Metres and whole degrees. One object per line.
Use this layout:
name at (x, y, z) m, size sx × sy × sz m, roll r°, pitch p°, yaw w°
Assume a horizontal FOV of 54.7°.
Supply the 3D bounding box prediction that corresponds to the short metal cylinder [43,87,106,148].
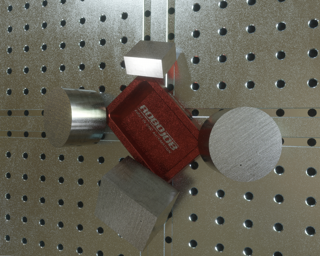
short metal cylinder at (-0.118, -0.014, 0.425) m, size 0.080 × 0.050 × 0.079 m, roll 1°, pitch 91°, yaw 45°

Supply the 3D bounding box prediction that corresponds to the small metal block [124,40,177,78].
small metal block at (-0.011, -0.090, 0.400) m, size 0.050 × 0.050 × 0.025 m, roll 10°, pitch 131°, yaw 20°

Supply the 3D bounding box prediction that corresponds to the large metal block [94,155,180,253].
large metal block at (-0.031, 0.096, 0.392) m, size 0.080 × 0.050 × 0.079 m, roll 32°, pitch 131°, yaw 16°

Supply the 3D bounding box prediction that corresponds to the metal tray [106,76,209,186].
metal tray at (-0.006, 0.001, 0.411) m, size 0.090 × 0.030 × 0.130 m, roll -43°, pitch 77°, yaw 15°

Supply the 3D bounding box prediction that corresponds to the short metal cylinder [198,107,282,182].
short metal cylinder at (0.088, 0.017, 0.352) m, size 0.081 × 0.050 × 0.079 m, roll 0°, pitch 90°, yaw -7°
